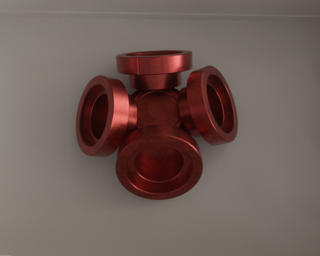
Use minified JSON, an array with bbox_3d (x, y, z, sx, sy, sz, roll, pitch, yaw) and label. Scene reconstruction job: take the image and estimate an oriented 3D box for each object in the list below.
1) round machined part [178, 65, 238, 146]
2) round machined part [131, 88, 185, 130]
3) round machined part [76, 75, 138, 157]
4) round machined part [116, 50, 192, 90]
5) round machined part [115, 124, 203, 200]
[{"bbox_3d":[0.058,-0.025,0.390,0.042,0.098,0.098,-16,66,32],"label":"round machined part"},{"bbox_3d":[-0.003,-0.014,0.403,0.099,0.042,0.098,0,70,-1],"label":"round machined part"},{"bbox_3d":[-0.064,-0.013,0.383,0.042,0.098,0.098,9,65,-37],"label":"round machined part"},{"bbox_3d":[-0.007,-0.077,0.407,0.099,0.098,0.042,-3,108,-2],"label":"round machined part"},{"bbox_3d":[-0.001,0.036,0.366,0.099,0.097,0.042,-1,34,-1],"label":"round machined part"}]
